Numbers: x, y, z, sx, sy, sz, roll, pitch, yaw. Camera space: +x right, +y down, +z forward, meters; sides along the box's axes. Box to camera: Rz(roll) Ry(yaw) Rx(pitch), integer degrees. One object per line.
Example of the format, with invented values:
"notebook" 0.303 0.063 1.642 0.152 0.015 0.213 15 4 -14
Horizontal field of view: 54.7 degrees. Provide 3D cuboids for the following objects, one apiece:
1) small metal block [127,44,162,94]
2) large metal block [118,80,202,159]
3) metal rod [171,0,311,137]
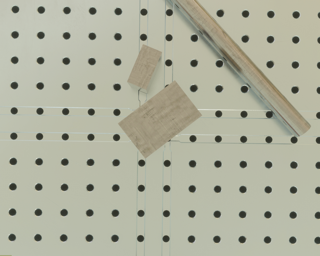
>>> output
"small metal block" -0.019 -0.074 0.401 0.025 0.050 0.050 23 90 0
"large metal block" 0.000 -0.010 0.386 0.080 0.080 0.050 -37 90 0
"metal rod" 0.091 -0.107 0.414 0.025 0.025 0.300 -42 91 0
